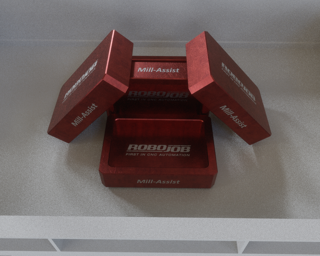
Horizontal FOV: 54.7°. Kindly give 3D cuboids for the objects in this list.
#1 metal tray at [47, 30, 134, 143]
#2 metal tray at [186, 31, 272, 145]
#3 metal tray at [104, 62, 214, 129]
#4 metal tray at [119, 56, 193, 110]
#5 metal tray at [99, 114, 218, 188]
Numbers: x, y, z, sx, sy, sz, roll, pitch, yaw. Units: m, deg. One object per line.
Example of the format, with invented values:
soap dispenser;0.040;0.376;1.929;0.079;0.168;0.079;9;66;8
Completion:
metal tray;-0.087;-0.049;0.384;0.030;0.130;0.090;31;41;-30
metal tray;0.085;-0.047;0.383;0.030;0.130;0.090;-30;41;32
metal tray;-0.002;-0.039;0.393;0.131;0.089;0.030;1;50;0
metal tray;0.002;-0.066;0.455;0.131;0.030;0.090;0;50;-1
metal tray;-0.002;0.026;0.376;0.131;0.030;0.090;1;50;-1
